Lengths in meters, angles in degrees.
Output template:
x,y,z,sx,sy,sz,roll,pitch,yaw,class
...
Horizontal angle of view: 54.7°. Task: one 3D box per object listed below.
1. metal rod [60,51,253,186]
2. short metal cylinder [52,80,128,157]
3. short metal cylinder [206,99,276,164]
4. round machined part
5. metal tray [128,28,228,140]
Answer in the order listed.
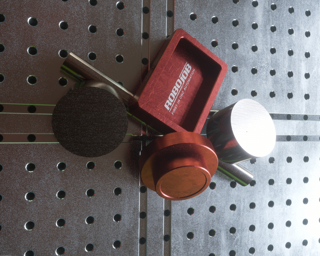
x,y,z,sx,sy,sz,roll,pitch,yaw,class
0.008,-0.003,0.415,0.301,0.025,0.025,33,79,-17,metal rod
-0.079,-0.012,0.358,0.081,0.050,0.079,-3,107,-9,short metal cylinder
0.112,0.006,0.428,0.081,0.050,0.080,11,68,-28,short metal cylinder
0.025,0.054,0.384,0.099,0.042,0.097,-6,134,-7,round machined part
0.028,-0.054,0.404,0.090,0.030,0.130,34,66,-17,metal tray
